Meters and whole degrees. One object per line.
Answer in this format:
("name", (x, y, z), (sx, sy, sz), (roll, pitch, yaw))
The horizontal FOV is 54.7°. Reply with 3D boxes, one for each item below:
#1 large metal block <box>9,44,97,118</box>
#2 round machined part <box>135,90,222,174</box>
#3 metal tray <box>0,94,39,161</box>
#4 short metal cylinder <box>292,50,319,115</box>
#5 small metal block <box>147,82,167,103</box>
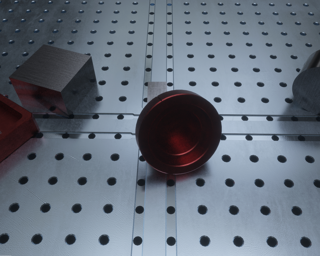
("large metal block", (-0.151, -0.070, 0.449), (0.080, 0.050, 0.080), (16, 52, 13))
("round machined part", (0.019, 0.002, 0.367), (0.099, 0.097, 0.042), (-13, 22, -11))
("metal tray", (-0.240, -0.008, 0.409), (0.130, 0.030, 0.090), (28, 55, 21))
("short metal cylinder", (0.232, -0.063, 0.426), (0.080, 0.080, 0.050), (27, 55, 21))
("small metal block", (-0.003, -0.026, 0.413), (0.025, 0.050, 0.050), (0, 50, 0))
